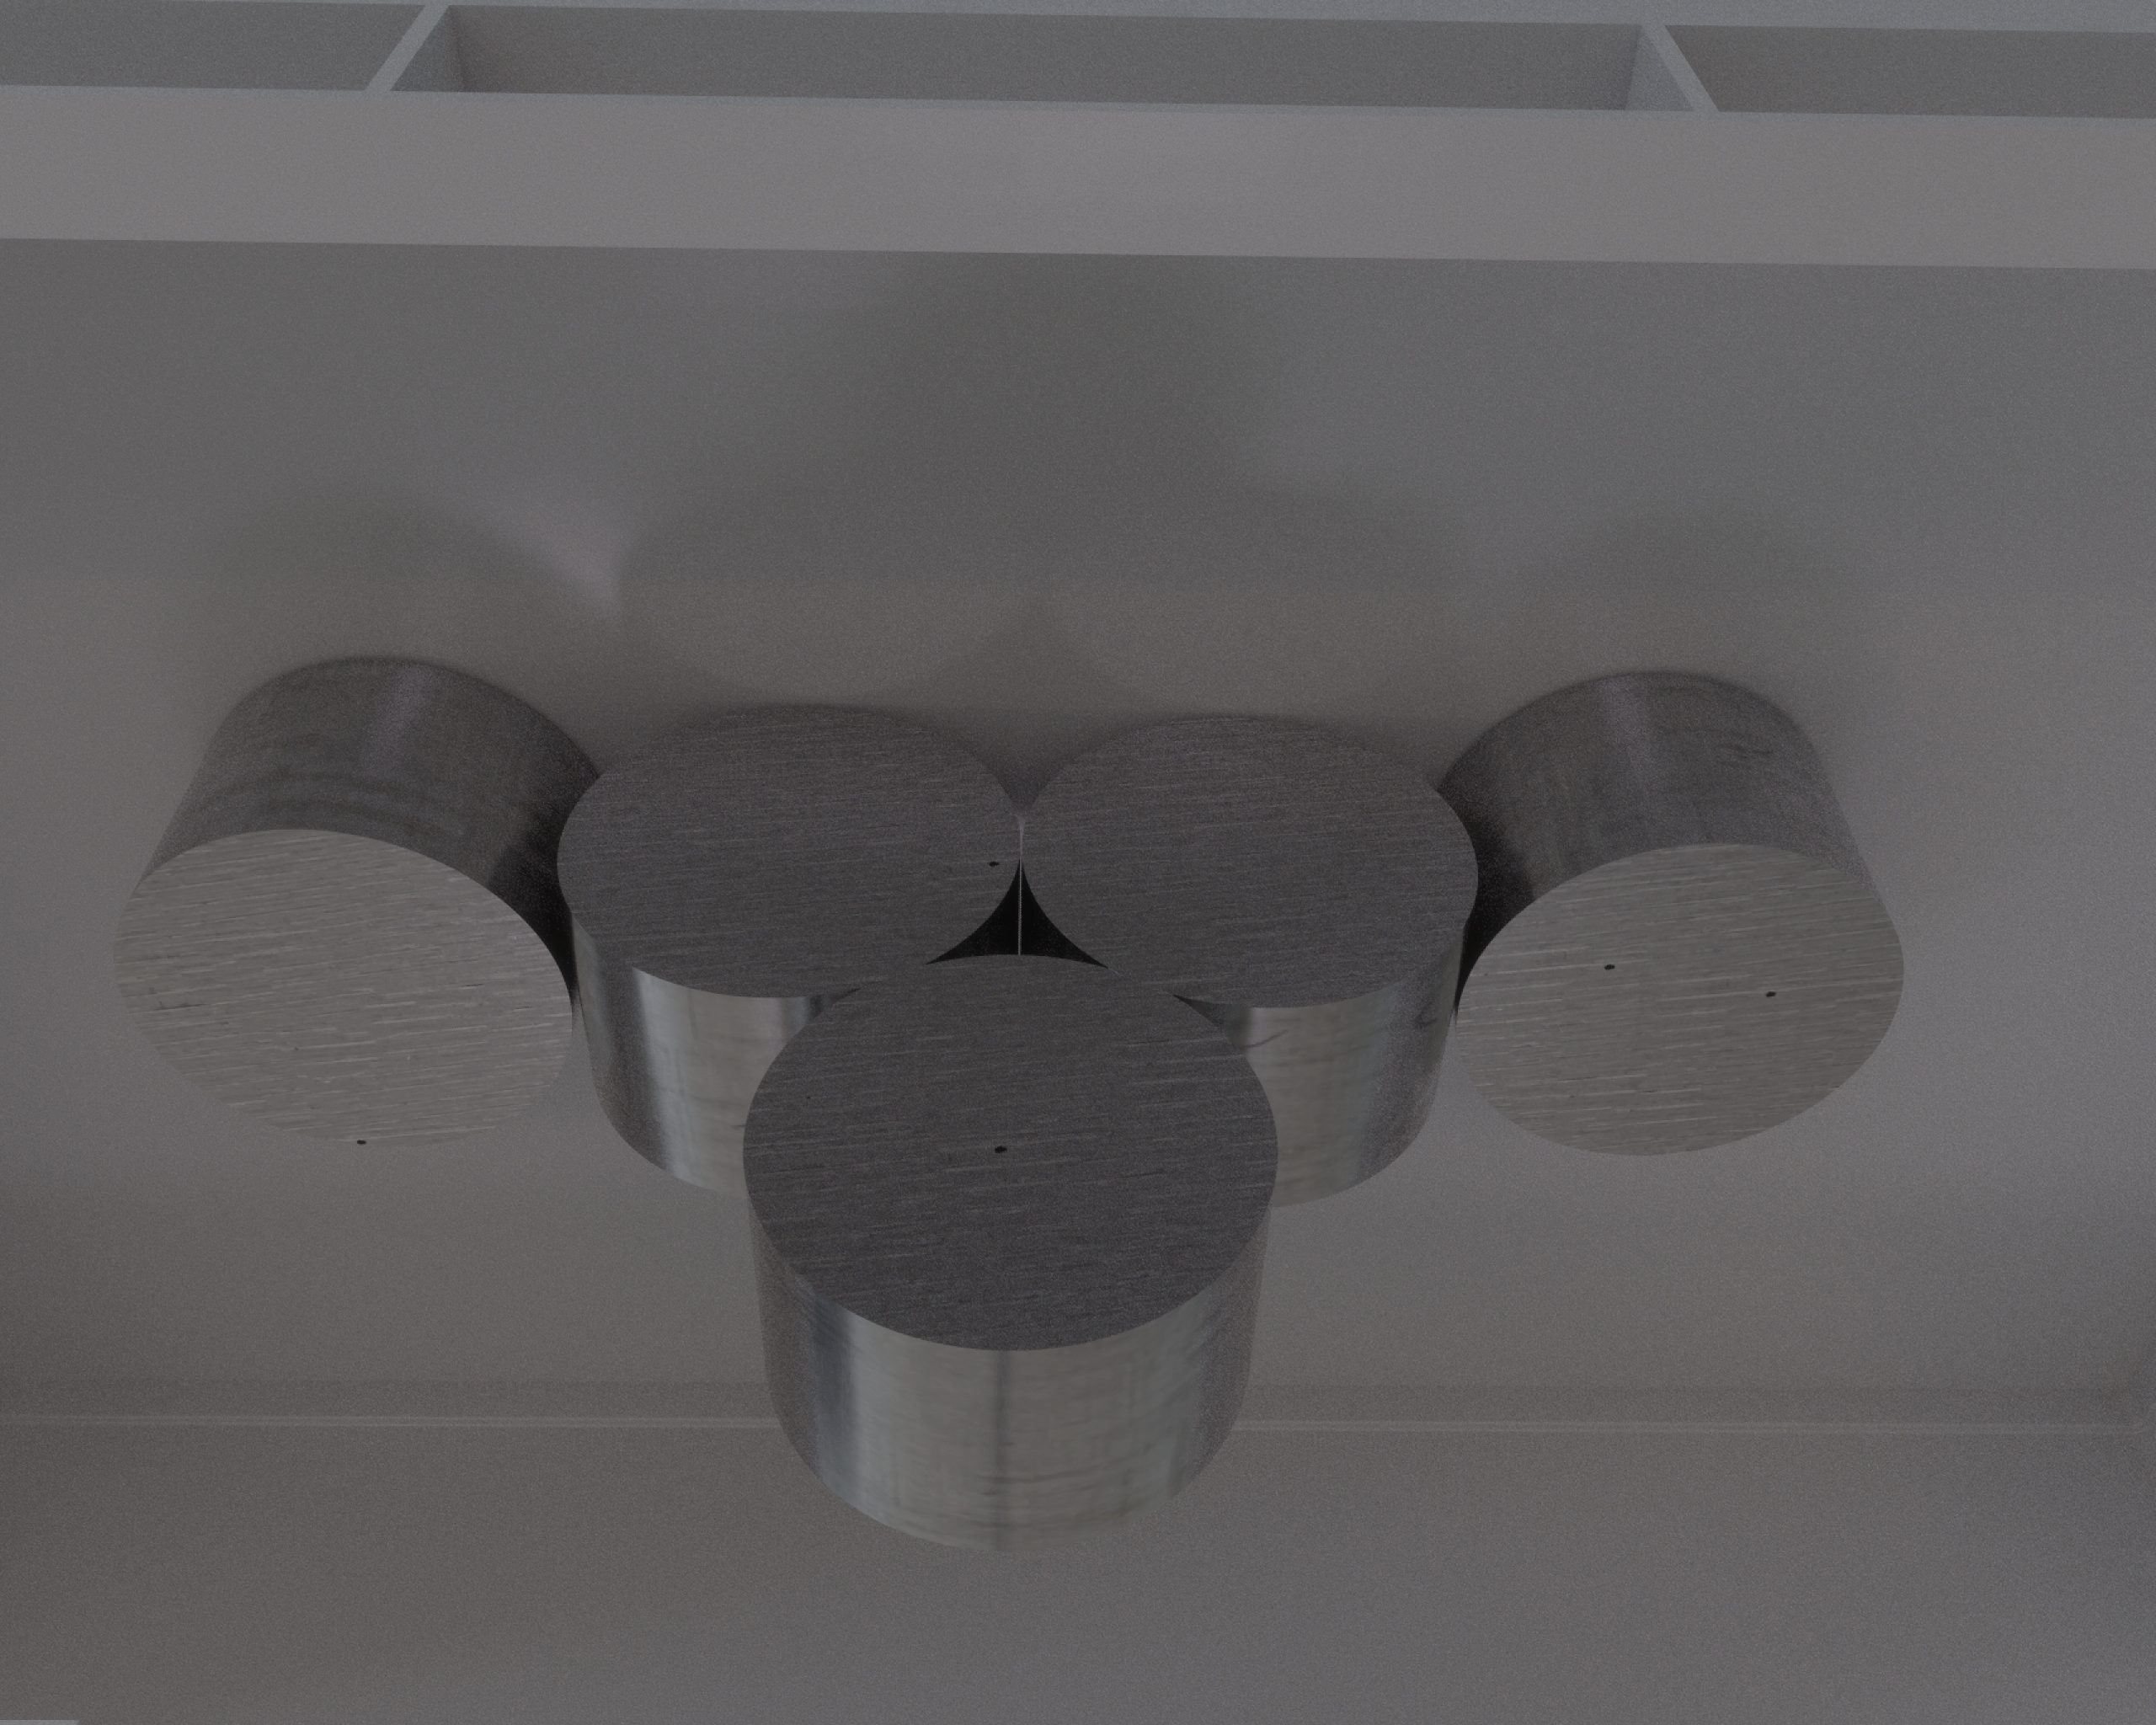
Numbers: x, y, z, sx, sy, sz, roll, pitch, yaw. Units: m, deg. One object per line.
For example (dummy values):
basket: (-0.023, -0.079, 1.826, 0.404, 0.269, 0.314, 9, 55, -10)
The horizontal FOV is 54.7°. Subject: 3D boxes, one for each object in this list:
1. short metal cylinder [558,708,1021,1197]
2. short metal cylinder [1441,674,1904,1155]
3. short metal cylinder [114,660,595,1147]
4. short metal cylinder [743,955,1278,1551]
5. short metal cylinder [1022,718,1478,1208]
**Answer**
short metal cylinder: (-0.051, 0.015, 0.383, 0.081, 0.080, 0.050, 1, 130, -1)
short metal cylinder: (0.110, 0.011, 0.401, 0.081, 0.050, 0.079, 0, 130, 0)
short metal cylinder: (-0.132, 0.009, 0.396, 0.081, 0.050, 0.079, 0, 130, 0)
short metal cylinder: (-0.011, 0.060, 0.331, 0.081, 0.080, 0.050, 1, 130, -1)
short metal cylinder: (0.030, 0.017, 0.385, 0.081, 0.080, 0.050, 1, 130, -1)
